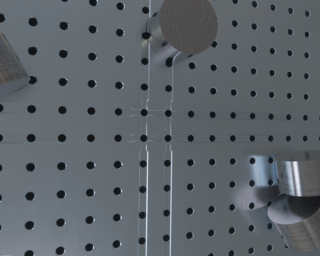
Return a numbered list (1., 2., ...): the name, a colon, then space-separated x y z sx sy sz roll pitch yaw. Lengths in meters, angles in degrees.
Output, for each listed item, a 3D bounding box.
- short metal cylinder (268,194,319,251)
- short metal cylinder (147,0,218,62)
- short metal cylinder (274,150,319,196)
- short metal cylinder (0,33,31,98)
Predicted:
1. short metal cylinder: 0.210 0.134 0.461 0.080 0.080 0.050 -35 102 -17
2. short metal cylinder: 0.028 -0.132 0.409 0.081 0.050 0.079 0 90 -20
3. short metal cylinder: 0.217 0.065 0.463 0.081 0.080 0.050 -10 94 -20
4. short metal cylinder: -0.183 -0.056 0.316 0.080 0.080 0.050 -30 100 -17
